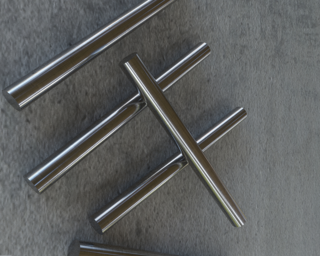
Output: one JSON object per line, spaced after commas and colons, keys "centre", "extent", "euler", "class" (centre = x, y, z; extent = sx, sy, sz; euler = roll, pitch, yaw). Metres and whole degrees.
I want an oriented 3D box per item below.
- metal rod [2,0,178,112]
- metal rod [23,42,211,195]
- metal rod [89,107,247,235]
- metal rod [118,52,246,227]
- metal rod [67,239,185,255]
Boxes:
{"centre": [-0.048, -0.118, 0.365], "extent": [0.301, 0.025, 0.025], "euler": [-46, 118, -31], "class": "metal rod"}
{"centre": [-0.030, -0.030, 0.381], "extent": [0.302, 0.025, 0.025], "euler": [-42, 116, -32], "class": "metal rod"}
{"centre": [0.032, 0.042, 0.433], "extent": [0.302, 0.025, 0.025], "euler": [-33, 111, -35], "class": "metal rod"}
{"centre": [0.042, 0.032, 0.408], "extent": [0.025, 0.025, 0.299], "euler": [-51, 120, -28], "class": "metal rod"}
{"centre": [0.016, 0.184, 0.420], "extent": [0.301, 0.025, 0.025], "euler": [26, 74, -37], "class": "metal rod"}
